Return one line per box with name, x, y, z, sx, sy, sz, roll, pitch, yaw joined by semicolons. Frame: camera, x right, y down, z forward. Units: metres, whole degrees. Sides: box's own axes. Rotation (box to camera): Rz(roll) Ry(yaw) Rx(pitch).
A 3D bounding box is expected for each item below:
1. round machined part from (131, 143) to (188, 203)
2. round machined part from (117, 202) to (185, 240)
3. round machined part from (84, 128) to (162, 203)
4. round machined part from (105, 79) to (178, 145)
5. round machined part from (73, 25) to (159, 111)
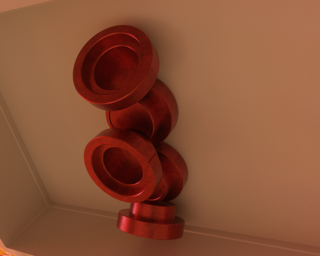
round machined part;-0.013;0.068;0.442;0.098;0.042;0.097;13;124;20
round machined part;-0.012;0.129;0.457;0.098;0.098;0.042;6;84;24
round machined part;-0.042;0.042;0.386;0.098;0.042;0.097;13;124;20
round machined part;-0.030;-0.018;0.398;0.098;0.042;0.097;13;124;20
round machined part;-0.046;-0.064;0.355;0.098;0.098;0.042;7;164;24
